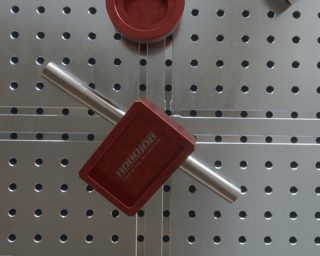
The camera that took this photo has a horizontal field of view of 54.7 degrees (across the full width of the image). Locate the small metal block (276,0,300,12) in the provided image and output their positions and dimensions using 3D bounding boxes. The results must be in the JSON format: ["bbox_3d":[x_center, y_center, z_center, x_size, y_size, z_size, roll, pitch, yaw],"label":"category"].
[{"bbox_3d":[0.177,-0.195,0.416,0.050,0.025,0.050,-37,90,0],"label":"small metal block"}]

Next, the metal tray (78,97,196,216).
[{"bbox_3d":[-0.029,0.038,0.391,0.090,0.030,0.130,40,106,-2],"label":"metal tray"}]

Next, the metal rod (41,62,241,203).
[{"bbox_3d":[-0.024,0.007,0.413,0.301,0.025,0.025,34,90,-1],"label":"metal rod"}]

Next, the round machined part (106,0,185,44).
[{"bbox_3d":[-0.018,-0.159,0.405,0.099,0.042,0.097,0,90,-1],"label":"round machined part"}]
